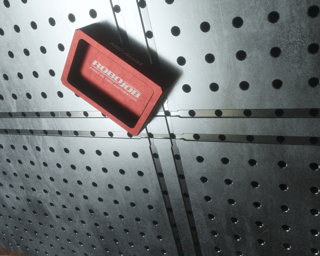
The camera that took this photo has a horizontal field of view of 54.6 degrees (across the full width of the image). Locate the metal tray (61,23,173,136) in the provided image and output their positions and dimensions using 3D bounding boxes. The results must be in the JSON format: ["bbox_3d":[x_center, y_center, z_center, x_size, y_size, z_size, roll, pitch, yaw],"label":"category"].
[{"bbox_3d":[-0.060,-0.060,0.402,0.130,0.030,0.089,36,129,4],"label":"metal tray"}]
